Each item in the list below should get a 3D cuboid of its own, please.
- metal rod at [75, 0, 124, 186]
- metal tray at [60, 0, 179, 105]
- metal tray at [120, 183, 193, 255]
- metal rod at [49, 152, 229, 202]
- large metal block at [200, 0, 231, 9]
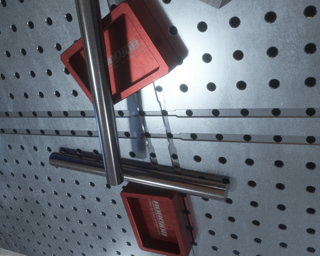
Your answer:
[{"bbox_3d":[-0.072,-0.052,0.375,0.025,0.025,0.298,10,123,22],"label":"metal rod"},{"bbox_3d":[-0.053,-0.084,0.382,0.130,0.030,0.090,-25,106,36],"label":"metal tray"},{"bbox_3d":[-0.004,0.148,0.499,0.090,0.030,0.129,0,119,27],"label":"metal tray"},{"bbox_3d":[-0.047,0.070,0.477,0.301,0.025,0.025,7,122,24],"label":"metal rod"},{"bbox_3d":[0.039,-0.164,0.272,0.080,0.050,0.079,29,128,9],"label":"large metal block"}]
